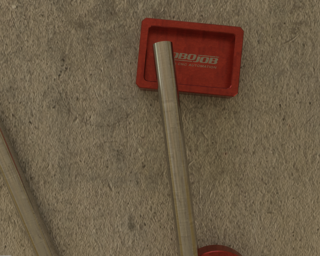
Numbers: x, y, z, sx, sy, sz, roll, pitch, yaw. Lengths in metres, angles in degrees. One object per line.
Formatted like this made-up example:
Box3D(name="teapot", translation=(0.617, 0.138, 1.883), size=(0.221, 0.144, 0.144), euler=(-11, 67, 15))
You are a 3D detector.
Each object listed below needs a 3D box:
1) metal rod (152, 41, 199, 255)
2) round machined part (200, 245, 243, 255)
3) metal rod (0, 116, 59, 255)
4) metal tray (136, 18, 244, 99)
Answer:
Box3D(name="metal rod", translation=(0.021, 0.045, 0.374), size=(0.025, 0.025, 0.298), euler=(-7, 87, 0))
Box3D(name="round machined part", translation=(0.072, 0.200, 0.403), size=(0.099, 0.042, 0.097), euler=(0, 90, -1))
Box3D(name="metal rod", translation=(-0.186, 0.080, 0.407), size=(0.025, 0.025, 0.299), euler=(-23, 90, 0))
Box3D(name="metal tray", translation=(0.038, -0.090, 0.407), size=(0.131, 0.030, 0.089), euler=(5, 90, -1))
